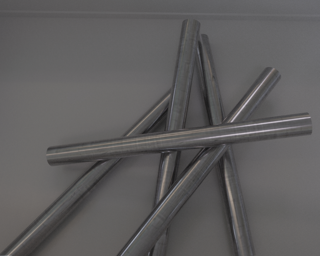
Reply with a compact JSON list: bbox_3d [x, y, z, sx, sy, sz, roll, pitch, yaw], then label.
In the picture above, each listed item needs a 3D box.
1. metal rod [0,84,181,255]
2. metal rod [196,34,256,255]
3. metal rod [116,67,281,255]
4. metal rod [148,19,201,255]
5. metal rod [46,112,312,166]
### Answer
[{"bbox_3d":[-0.071,0.049,0.390,0.025,0.025,0.301,41,75,13],"label":"metal rod"},{"bbox_3d":[0.078,0.008,0.406,0.025,0.025,0.299,-7,70,-3],"label":"metal rod"},{"bbox_3d":[0.056,0.035,0.367,0.025,0.025,0.301,37,71,12],"label":"metal rod"},{"bbox_3d":[0.019,0.002,0.389,0.025,0.025,0.299,9,77,3],"label":"metal rod"},{"bbox_3d":[0.013,0.015,0.359,0.301,0.025,0.025,-8,70,9],"label":"metal rod"}]
